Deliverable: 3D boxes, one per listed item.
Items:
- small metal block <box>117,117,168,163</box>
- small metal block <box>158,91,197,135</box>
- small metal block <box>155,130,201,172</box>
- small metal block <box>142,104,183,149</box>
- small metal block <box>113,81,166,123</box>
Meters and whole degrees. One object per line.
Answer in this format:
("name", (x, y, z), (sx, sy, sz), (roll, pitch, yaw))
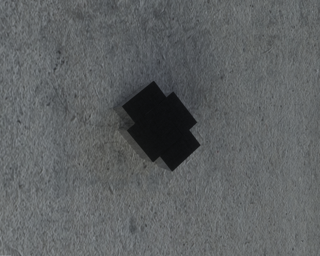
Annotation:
("small metal block", (-0.023, 0.014, 0.389), (0.025, 0.050, 0.050), (-42, 104, -15))
("small metal block", (0.014, -0.018, 0.402), (0.025, 0.050, 0.050), (-43, 104, -15))
("small metal block", (0.017, 0.028, 0.404), (0.050, 0.050, 0.025), (-41, 104, -16))
("small metal block", (-0.005, -0.002, 0.396), (0.025, 0.050, 0.050), (-42, 104, -15))
("small metal block", (-0.027, -0.031, 0.387), (0.050, 0.050, 0.025), (-41, 104, -16))
